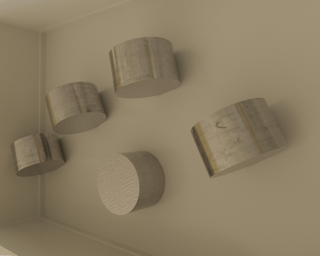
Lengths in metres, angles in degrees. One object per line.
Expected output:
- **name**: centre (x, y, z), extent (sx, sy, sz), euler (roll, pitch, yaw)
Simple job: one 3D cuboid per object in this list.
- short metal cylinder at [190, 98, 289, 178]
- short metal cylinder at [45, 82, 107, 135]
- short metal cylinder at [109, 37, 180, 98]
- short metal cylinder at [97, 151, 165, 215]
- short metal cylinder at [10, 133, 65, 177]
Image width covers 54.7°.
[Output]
- **short metal cylinder**: centre (0.077, 0.012, 0.306), extent (0.080, 0.081, 0.050), euler (-33, 70, 35)
- **short metal cylinder**: centre (-0.128, -0.029, 0.474), extent (0.080, 0.081, 0.050), euler (-31, 71, 35)
- **short metal cylinder**: centre (-0.019, -0.072, 0.385), extent (0.080, 0.081, 0.050), euler (-17, 80, 38)
- **short metal cylinder**: centre (-0.040, 0.073, 0.421), extent (0.080, 0.050, 0.079), euler (0, 90, 39)
- **short metal cylinder**: centre (-0.214, 0.048, 0.544), extent (0.080, 0.081, 0.050), euler (-31, 71, 35)
